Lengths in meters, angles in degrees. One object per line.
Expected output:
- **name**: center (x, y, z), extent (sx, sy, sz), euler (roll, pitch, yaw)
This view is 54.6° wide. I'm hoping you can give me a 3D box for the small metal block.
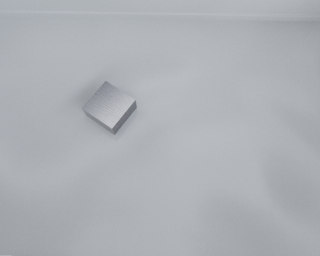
- **small metal block**: center (-0.067, -0.027, 0.419), extent (0.050, 0.025, 0.050), euler (33, 73, 11)
